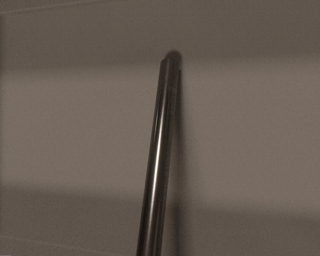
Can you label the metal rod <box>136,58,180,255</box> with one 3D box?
[{"bbox_3d":[-0.003,0.052,0.346,0.025,0.025,0.299,-2,64,19],"label":"metal rod"}]
